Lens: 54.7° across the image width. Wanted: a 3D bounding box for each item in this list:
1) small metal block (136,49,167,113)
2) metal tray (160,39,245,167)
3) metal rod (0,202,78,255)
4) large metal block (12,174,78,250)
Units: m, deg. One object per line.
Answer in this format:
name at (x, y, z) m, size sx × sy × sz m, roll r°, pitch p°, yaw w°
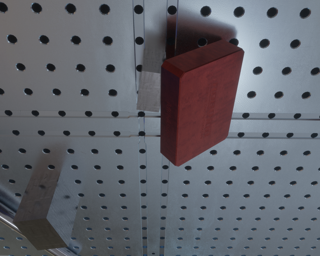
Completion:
small metal block at (-0.010, -0.054, 0.349) m, size 0.025 × 0.050 × 0.050 m, roll 7°, pitch 130°, yaw -6°
metal tray at (0.045, -0.026, 0.355) m, size 0.091 × 0.030 × 0.129 m, roll -26°, pitch 137°, yaw -28°
metal rod at (-0.248, 0.178, 0.559) m, size 0.025 × 0.025 × 0.300 m, roll -22°, pitch 127°, yaw 17°
large metal block at (-0.174, 0.132, 0.485) m, size 0.050 × 0.080 × 0.080 m, roll -9°, pitch 130°, yaw 7°
